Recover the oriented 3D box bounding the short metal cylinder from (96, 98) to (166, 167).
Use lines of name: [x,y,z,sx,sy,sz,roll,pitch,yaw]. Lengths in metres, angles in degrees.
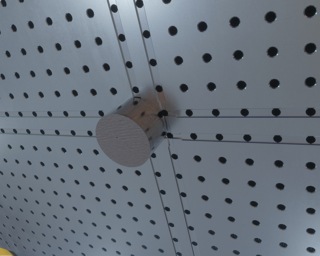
short metal cylinder: [-0.038,0.006,0.417,0.080,0.050,0.079,13,124,20]
